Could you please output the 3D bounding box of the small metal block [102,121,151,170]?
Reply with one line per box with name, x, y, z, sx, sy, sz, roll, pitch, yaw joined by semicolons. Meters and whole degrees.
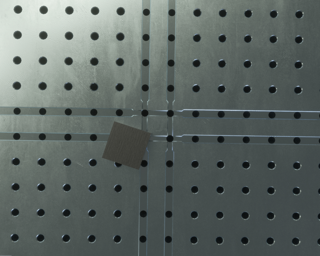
small metal block;-0.043;0.023;0.413;0.050;0.025;0.050;18;90;0
